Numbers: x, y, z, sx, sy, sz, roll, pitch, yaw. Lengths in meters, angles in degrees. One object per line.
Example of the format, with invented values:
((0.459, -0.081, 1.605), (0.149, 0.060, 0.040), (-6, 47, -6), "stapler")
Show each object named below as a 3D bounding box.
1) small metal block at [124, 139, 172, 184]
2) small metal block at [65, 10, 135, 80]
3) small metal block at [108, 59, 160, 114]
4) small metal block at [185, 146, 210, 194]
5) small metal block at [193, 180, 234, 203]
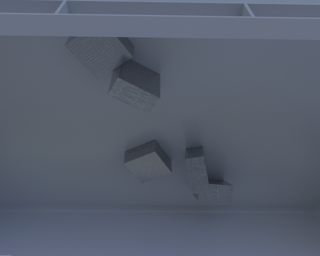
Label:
((-0.017, 0.050, 0.451), (0.050, 0.025, 0.050), (-22, 127, 18), "small metal block")
((-0.063, -0.088, 0.333), (0.050, 0.025, 0.050), (-28, 125, 21), "small metal block")
((-0.028, -0.050, 0.350), (0.050, 0.050, 0.025), (25, 126, -20), "small metal block")
((0.052, 0.057, 0.430), (0.025, 0.050, 0.050), (-10, 101, 8), "small metal block")
((0.078, 0.094, 0.470), (0.050, 0.050, 0.025), (5, 89, -5), "small metal block")
